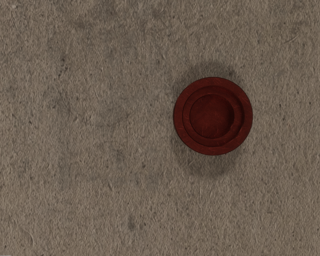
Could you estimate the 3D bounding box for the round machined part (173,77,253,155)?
[{"bbox_3d":[0.066,-0.015,0.402,0.099,0.042,0.097,0,90,-1],"label":"round machined part"}]
